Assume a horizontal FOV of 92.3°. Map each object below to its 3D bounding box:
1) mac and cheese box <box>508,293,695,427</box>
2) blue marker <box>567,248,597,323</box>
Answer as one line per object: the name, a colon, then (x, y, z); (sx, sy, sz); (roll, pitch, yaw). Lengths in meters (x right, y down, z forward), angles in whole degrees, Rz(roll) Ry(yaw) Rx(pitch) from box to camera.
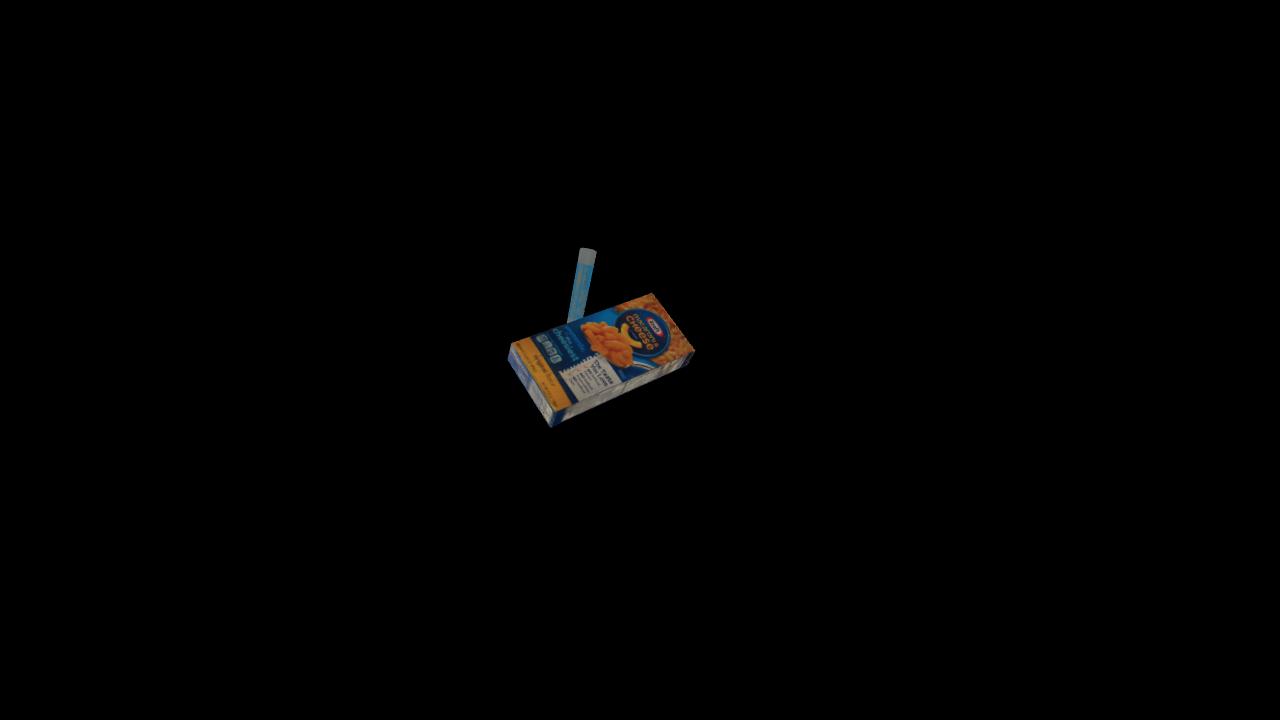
mac and cheese box: (-0.039, -0.005, 0.669); (0.184, 0.093, 0.041); (-24, -24, -30)
blue marker: (-0.069, -0.065, 0.695); (0.020, 0.121, 0.020); (12, 19, -4)
